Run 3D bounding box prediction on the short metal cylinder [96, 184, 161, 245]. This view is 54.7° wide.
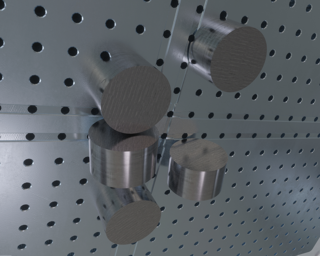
[{"bbox_3d":[-0.045,0.119,0.443,0.081,0.050,0.079,-14,124,-21],"label":"short metal cylinder"}]

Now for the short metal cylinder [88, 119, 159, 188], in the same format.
[{"bbox_3d":[-0.043,0.026,0.368,0.081,0.080,0.050,-9,123,-24],"label":"short metal cylinder"}]

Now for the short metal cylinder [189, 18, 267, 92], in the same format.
[{"bbox_3d":[0.083,-0.091,0.384,0.081,0.050,0.079,-14,124,-21],"label":"short metal cylinder"}]

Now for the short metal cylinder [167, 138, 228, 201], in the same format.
[{"bbox_3d":[0.052,0.057,0.439,0.081,0.080,0.050,-10,123,-23],"label":"short metal cylinder"}]

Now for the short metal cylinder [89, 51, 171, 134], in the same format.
[{"bbox_3d":[-0.034,-0.040,0.351,0.081,0.050,0.079,-14,124,-21],"label":"short metal cylinder"}]
